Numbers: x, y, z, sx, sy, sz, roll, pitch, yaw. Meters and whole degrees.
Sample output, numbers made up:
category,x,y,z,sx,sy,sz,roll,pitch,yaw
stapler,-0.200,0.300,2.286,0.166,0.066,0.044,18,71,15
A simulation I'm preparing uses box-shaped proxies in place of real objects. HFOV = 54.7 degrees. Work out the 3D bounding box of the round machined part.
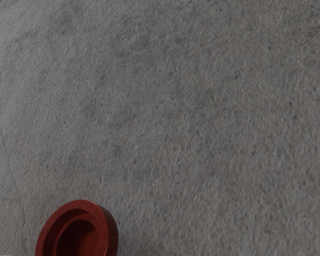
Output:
category,x,y,z,sx,sy,sz,roll,pitch,yaw
round machined part,-0.089,0.136,0.355,0.098,0.042,0.098,-13,56,20
